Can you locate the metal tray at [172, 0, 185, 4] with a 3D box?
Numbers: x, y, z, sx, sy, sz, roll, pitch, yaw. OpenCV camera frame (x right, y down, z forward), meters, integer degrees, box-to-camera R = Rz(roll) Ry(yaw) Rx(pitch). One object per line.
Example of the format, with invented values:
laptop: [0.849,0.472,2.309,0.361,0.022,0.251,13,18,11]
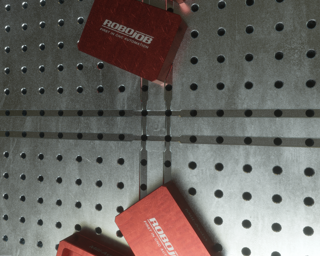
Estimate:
metal tray: [-0.004,-0.237,0.411,0.130,0.030,0.090,34,101,16]

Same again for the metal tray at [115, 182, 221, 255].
metal tray: [0.011,0.148,0.405,0.090,0.030,0.130,-37,79,16]

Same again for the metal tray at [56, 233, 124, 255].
metal tray: [-0.090,0.219,0.440,0.130,0.030,0.089,17,96,18]

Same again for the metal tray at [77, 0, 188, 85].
metal tray: [-0.040,-0.125,0.423,0.130,0.030,0.089,26,98,17]
